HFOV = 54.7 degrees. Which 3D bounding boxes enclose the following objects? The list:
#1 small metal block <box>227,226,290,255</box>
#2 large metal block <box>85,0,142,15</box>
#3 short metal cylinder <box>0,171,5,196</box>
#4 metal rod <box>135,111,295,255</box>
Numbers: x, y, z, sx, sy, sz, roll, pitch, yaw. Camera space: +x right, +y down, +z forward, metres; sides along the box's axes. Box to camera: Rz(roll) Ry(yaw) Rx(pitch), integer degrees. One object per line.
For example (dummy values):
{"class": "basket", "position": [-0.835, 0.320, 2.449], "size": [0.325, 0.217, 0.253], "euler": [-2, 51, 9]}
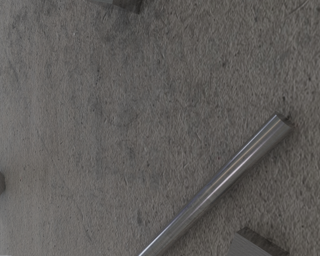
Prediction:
{"class": "small metal block", "position": [0.098, 0.141, 0.324], "size": [0.050, 0.025, 0.050], "euler": [26, 107, 37]}
{"class": "large metal block", "position": [-0.065, -0.215, 0.442], "size": [0.080, 0.050, 0.079], "euler": [26, 106, 37]}
{"class": "short metal cylinder", "position": [-0.404, 0.130, 0.703], "size": [0.050, 0.081, 0.080], "euler": [-16, 80, 39]}
{"class": "metal rod", "position": [0.041, 0.098, 0.370], "size": [0.025, 0.025, 0.298], "euler": [52, 120, 27]}
